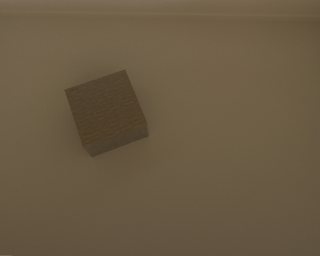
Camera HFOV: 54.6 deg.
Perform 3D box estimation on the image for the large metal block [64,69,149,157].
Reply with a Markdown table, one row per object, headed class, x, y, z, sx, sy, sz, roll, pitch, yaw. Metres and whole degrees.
| class | x | y | z | sx | sy | sz | roll | pitch | yaw |
| --- | --- | --- | --- | --- | --- | --- | --- | --- | --- |
| large metal block | -0.067 | -0.018 | 0.403 | 0.080 | 0.050 | 0.080 | -20 | 71 | -7 |
